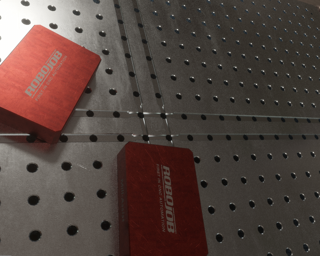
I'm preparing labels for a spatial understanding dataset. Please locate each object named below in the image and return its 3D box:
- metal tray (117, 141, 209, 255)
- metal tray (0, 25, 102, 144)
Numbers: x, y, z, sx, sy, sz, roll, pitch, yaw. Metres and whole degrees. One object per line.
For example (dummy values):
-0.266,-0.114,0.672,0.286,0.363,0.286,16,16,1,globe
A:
0.000,0.084,0.355,0.091,0.030,0.130,8,58,-24,metal tray
-0.136,-0.055,0.366,0.090,0.030,0.130,26,52,-12,metal tray
